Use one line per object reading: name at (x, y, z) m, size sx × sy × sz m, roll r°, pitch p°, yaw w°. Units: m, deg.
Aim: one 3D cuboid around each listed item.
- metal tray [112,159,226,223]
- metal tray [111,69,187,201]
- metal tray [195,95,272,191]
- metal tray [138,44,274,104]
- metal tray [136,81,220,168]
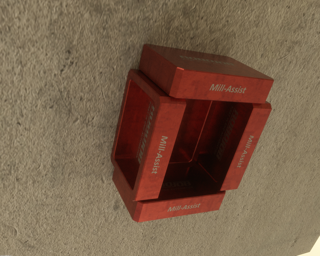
metal tray at (0.012, 0.078, 0.422) m, size 0.131 × 0.090 × 0.030 m, roll 1°, pitch 118°, yaw -29°
metal tray at (-0.019, 0.007, 0.361) m, size 0.030 × 0.090 × 0.129 m, roll 1°, pitch 118°, yaw -29°
metal tray at (0.087, 0.008, 0.420) m, size 0.030 × 0.090 × 0.129 m, roll 1°, pitch 118°, yaw -29°
metal tray at (0.052, -0.062, 0.357) m, size 0.131 × 0.090 × 0.030 m, roll 1°, pitch 118°, yaw -29°
metal tray at (0.021, -0.007, 0.413) m, size 0.091 × 0.030 × 0.129 m, roll 1°, pitch 118°, yaw -29°
